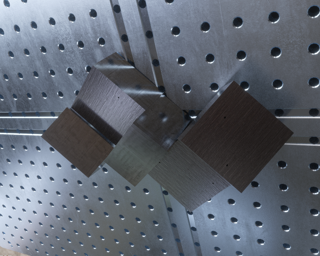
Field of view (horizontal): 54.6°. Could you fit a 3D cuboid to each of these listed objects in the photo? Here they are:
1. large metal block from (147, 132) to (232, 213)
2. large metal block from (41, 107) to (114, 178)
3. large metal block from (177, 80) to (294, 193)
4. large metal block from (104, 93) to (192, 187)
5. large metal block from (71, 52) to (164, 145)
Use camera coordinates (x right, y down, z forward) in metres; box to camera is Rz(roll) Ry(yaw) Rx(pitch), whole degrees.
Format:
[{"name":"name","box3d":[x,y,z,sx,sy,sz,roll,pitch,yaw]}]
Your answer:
[{"name":"large metal block","box3d":[0.042,0.050,0.404,0.080,0.050,0.080,43,129,1]},{"name":"large metal block","box3d":[-0.104,0.018,0.433,0.080,0.080,0.050,41,91,-1]},{"name":"large metal block","box3d":[0.077,0.009,0.333,0.080,0.050,0.080,41,89,-1]},{"name":"large metal block","box3d":[-0.014,0.014,0.392,0.050,0.080,0.080,40,129,-1]},{"name":"large metal block","box3d":[-0.056,-0.036,0.403,0.080,0.050,0.080,41,131,-1]}]
